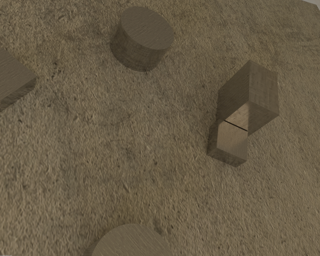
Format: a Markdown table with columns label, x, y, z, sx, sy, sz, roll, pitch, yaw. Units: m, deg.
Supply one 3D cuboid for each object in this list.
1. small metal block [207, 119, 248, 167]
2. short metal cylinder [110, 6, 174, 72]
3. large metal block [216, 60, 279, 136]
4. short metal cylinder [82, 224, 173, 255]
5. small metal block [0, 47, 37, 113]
| label | x | y | z | sx | sy | sz | roll | pitch | yaw |
| --- | --- | --- | --- | --- | --- | --- | --- | --- | --- |
| small metal block | 0.097 | 0.022 | 0.445 | 0.050 | 0.025 | 0.050 | 23 | 53 | -14 |
| short metal cylinder | -0.027 | -0.130 | 0.454 | 0.081 | 0.050 | 0.080 | 14 | 56 | -21 |
| large metal block | 0.129 | -0.040 | 0.465 | 0.050 | 0.080 | 0.080 | 23 | 53 | -15 |
| short metal cylinder | -0.033 | 0.136 | 0.289 | 0.081 | 0.050 | 0.080 | 14 | 56 | -21 |
| small metal block | -0.176 | -0.054 | 0.342 | 0.050 | 0.025 | 0.050 | 40 | 51 | -2 |
